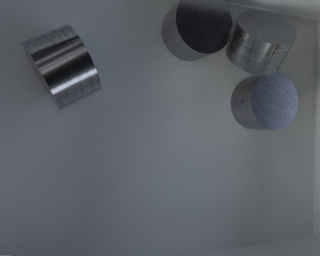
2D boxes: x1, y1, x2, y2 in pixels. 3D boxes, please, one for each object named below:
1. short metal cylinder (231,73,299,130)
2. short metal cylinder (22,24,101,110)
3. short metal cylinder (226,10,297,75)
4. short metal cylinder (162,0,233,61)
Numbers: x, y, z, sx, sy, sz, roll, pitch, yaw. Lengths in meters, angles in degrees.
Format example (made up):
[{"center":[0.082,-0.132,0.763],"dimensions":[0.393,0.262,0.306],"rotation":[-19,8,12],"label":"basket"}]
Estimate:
[{"center":[0.152,-0.037,0.453],"dimensions":[0.081,0.050,0.080],"rotation":[0,90,-20],"label":"short metal cylinder"},{"center":[-0.107,-0.066,0.341],"dimensions":[0.050,0.080,0.080],"rotation":[-30,100,-17],"label":"short metal cylinder"},{"center":[0.138,-0.118,0.426],"dimensions":[0.081,0.050,0.080],"rotation":[6,50,-6],"label":"short metal cylinder"},{"center":[0.049,-0.134,0.415],"dimensions":[0.081,0.050,0.080],"rotation":[0,90,-20],"label":"short metal cylinder"}]
